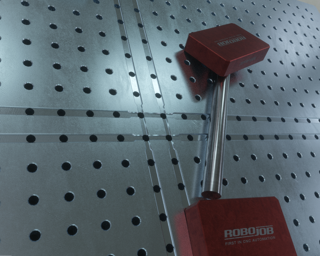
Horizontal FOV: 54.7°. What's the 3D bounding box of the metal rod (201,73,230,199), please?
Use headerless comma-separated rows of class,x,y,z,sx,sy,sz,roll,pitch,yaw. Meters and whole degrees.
metal rod,0.092,-0.033,0.480,0.025,0.025,0.300,24,53,-14

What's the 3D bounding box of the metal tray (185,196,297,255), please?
metal tray,0.101,0.134,0.380,0.131,0.030,0.090,4,60,-27

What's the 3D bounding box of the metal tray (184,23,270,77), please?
metal tray,0.118,-0.140,0.538,0.131,0.030,0.090,-26,57,-37
